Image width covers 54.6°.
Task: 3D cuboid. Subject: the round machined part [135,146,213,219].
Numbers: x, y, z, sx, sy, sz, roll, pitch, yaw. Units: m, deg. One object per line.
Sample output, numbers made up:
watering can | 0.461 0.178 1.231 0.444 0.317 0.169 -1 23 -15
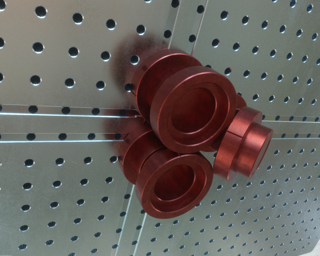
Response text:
round machined part | 0.014 0.063 0.391 0.099 0.042 0.097 -14 124 -21

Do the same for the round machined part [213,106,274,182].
round machined part | 0.109 0.025 0.392 0.098 0.042 0.097 -45 150 -36

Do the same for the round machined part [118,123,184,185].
round machined part | -0.004 0.043 0.424 0.099 0.042 0.097 -14 124 -21

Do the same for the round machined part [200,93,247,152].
round machined part | 0.086 -0.006 0.443 0.099 0.042 0.097 -14 124 -21

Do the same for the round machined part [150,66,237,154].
round machined part | 0.033 -0.023 0.348 0.099 0.042 0.097 -14 124 -21

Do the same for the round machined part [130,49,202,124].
round machined part | 0.017 -0.044 0.383 0.099 0.042 0.097 -14 124 -21
